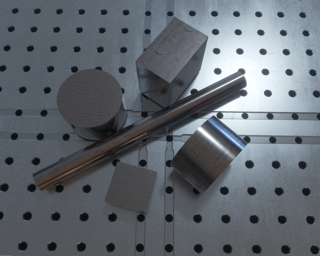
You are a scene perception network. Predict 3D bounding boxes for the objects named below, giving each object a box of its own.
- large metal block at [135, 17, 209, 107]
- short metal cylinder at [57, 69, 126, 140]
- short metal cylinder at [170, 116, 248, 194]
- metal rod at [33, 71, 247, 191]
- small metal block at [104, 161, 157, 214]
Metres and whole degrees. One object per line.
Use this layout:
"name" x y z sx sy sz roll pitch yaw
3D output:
"large metal block" 0.015 -0.082 0.409 0.050 0.080 0.080 35 74 11
"short metal cylinder" -0.087 -0.029 0.404 0.081 0.050 0.080 0 70 0
"short metal cylinder" 0.058 0.032 0.368 0.050 0.080 0.080 42 75 13
"metal rod" -0.018 0.000 0.408 0.302 0.025 0.025 -27 73 -10
"small metal block" -0.034 0.074 0.381 0.050 0.025 0.050 14 71 5
